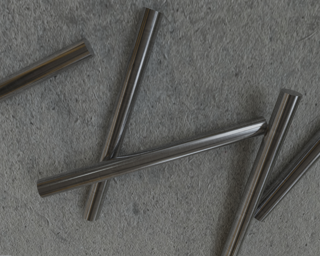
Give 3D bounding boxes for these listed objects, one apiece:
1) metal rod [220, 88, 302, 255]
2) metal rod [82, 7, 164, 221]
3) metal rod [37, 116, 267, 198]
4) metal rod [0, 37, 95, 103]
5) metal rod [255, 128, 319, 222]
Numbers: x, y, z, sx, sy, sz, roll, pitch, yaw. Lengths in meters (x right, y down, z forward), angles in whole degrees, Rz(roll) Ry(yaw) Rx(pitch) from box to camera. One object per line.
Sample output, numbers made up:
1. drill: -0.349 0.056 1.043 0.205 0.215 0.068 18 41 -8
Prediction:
1. metal rod: 0.129 0.090 0.429 0.025 0.025 0.298 9 115 -4
2. metal rod: -0.055 -0.004 0.407 0.025 0.025 0.298 17 109 -7
3. metal rod: -0.007 0.037 0.403 0.302 0.025 0.025 -16 110 -2
4. metal rod: -0.221 -0.037 0.393 0.301 0.025 0.025 -24 109 8
5. metal rod: 0.223 0.011 0.415 0.025 0.025 0.299 31 107 -11
